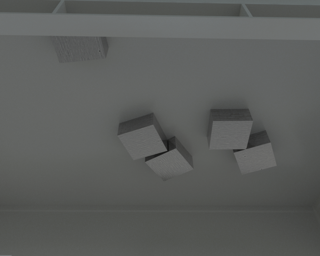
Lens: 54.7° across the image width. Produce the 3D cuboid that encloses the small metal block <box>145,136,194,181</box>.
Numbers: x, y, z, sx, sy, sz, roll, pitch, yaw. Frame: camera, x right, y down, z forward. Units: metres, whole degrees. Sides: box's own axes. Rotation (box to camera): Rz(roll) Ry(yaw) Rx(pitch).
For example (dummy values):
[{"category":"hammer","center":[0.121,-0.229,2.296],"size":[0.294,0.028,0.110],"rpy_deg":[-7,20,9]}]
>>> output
[{"category":"small metal block","center":[0.014,0.045,0.448],"size":[0.050,0.025,0.050],"rpy_deg":[-26,126,20]}]

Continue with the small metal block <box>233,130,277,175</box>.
[{"category":"small metal block","center":[0.134,0.036,0.442],"size":[0.050,0.025,0.050],"rpy_deg":[-18,128,14]}]

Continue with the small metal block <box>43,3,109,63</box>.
[{"category":"small metal block","center":[-0.085,-0.099,0.324],"size":[0.050,0.025,0.050],"rpy_deg":[-5,130,4]}]

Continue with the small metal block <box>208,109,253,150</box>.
[{"category":"small metal block","center":[0.091,0.002,0.412],"size":[0.050,0.025,0.050],"rpy_deg":[-1,130,0]}]

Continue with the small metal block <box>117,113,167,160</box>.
[{"category":"small metal block","center":[-0.023,0.012,0.419],"size":[0.050,0.025,0.050],"rpy_deg":[-17,128,13]}]
